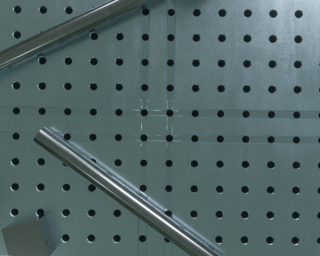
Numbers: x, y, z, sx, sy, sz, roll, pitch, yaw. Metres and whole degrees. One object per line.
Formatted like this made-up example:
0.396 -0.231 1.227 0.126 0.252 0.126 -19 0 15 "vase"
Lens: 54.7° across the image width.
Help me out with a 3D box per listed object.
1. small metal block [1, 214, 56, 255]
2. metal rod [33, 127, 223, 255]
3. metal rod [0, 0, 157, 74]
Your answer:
-0.174 0.149 0.412 0.050 0.025 0.050 -15 90 0 "small metal block"
-0.038 0.097 0.412 0.301 0.025 0.025 36 90 0 "metal rod"
-0.132 -0.124 0.412 0.301 0.025 0.025 -25 90 0 "metal rod"
